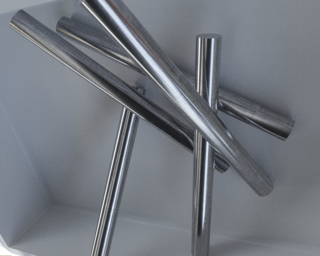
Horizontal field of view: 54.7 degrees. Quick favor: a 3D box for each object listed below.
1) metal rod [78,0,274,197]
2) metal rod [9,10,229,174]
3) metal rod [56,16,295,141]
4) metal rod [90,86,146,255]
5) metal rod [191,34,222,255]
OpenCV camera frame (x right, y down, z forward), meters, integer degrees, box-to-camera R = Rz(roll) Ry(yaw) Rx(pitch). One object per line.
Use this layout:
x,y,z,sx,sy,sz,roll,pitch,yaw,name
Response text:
0.041,-0.011,0.304,0.025,0.025,0.300,-18,133,35,metal rod
-0.038,-0.037,0.370,0.301,0.025,0.025,35,130,-9,metal rod
0.008,-0.063,0.365,0.301,0.025,0.025,27,128,11,metal rod
-0.064,0.091,0.418,0.025,0.025,0.298,16,99,19,metal rod
0.052,0.043,0.368,0.025,0.025,0.298,10,120,22,metal rod
